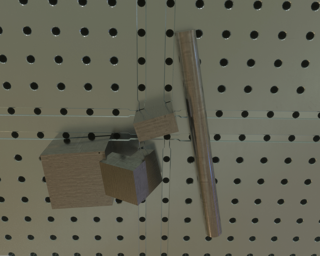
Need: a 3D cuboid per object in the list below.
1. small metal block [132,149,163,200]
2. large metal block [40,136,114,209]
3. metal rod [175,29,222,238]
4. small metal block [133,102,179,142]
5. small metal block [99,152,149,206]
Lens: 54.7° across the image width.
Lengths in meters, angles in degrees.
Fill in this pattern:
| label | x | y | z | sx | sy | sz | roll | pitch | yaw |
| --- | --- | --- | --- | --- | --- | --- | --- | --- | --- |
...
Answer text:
| label | x | y | z | sx | sy | sz | roll | pitch | yaw |
| --- | --- | --- | --- | --- | --- | --- | --- | --- | --- |
| small metal block | -0.025 | 0.062 | 0.420 | 0.025 | 0.050 | 0.050 | 0 | 114 | 34 |
| large metal block | -0.106 | 0.060 | 0.421 | 0.081 | 0.050 | 0.079 | -4 | 110 | 1 |
| metal rod | 0.056 | 0.021 | 0.422 | 0.025 | 0.025 | 0.298 | -10 | 110 | 3 |
| small metal block | -0.005 | -0.009 | 0.397 | 0.050 | 0.050 | 0.025 | -15 | 110 | 5 |
| small metal block | -0.044 | 0.062 | 0.382 | 0.050 | 0.025 | 0.050 | 10 | 119 | 29 |
